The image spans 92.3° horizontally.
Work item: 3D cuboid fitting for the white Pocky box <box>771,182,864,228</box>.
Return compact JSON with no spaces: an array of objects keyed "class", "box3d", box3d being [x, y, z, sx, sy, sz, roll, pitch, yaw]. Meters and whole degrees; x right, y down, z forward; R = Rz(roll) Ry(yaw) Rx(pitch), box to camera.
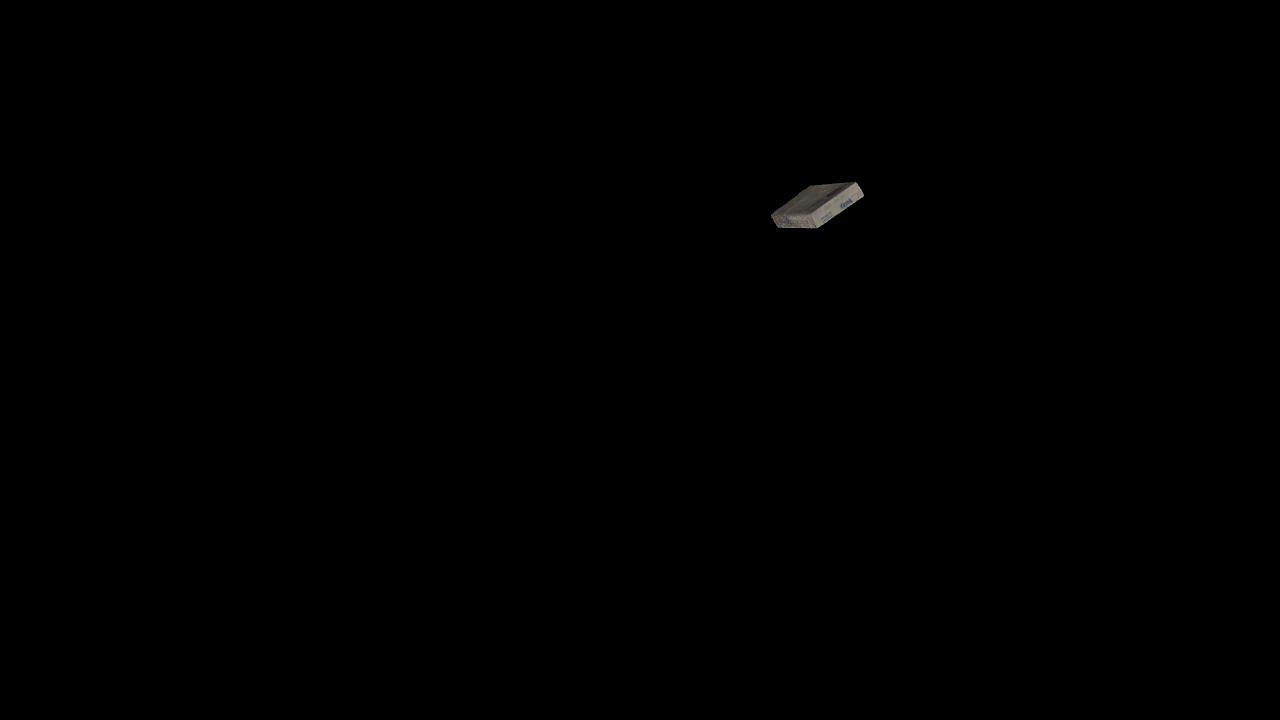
[{"class":"white Pocky box","box3d":[0.258,-0.229,0.914,0.084,0.028,0.154,-36,15,1]}]
